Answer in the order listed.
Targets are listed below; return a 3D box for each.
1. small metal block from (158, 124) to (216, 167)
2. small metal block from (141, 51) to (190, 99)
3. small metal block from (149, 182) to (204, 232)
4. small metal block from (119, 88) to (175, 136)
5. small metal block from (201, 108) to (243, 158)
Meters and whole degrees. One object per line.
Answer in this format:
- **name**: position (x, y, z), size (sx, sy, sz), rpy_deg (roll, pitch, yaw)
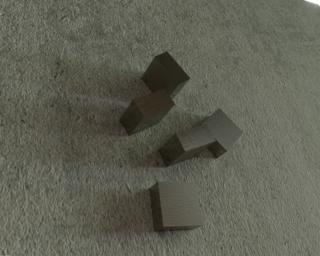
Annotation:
- **small metal block**: position (0.033, 0.022, 0.392), size (0.050, 0.050, 0.025), rpy_deg (-15, 70, -34)
- **small metal block**: position (0.007, -0.069, 0.433), size (0.025, 0.050, 0.050), rpy_deg (-33, 81, -38)
- **small metal block**: position (0.018, 0.091, 0.358), size (0.050, 0.025, 0.050), rpy_deg (6, 59, -25)
- **small metal block**: position (-0.017, -0.020, 0.390), size (0.050, 0.050, 0.025), rpy_deg (-24, 75, -36)
- **small metal block**: position (0.083, 0.007, 0.444), size (0.050, 0.025, 0.050), rpy_deg (47, 51, 4)
